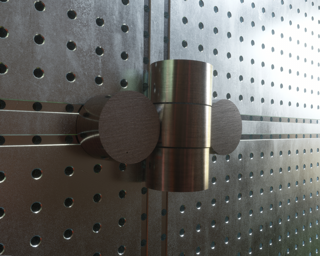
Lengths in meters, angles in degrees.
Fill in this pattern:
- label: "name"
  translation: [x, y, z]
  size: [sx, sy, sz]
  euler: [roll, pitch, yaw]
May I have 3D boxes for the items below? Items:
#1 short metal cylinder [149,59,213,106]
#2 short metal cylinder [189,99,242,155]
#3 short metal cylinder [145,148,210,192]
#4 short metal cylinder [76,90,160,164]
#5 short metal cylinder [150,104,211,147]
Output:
- label: "short metal cylinder"
  translation: [0.027, -0.053, 0.397]
  size: [0.081, 0.080, 0.050]
  euler: [3, 88, -40]
- label: "short metal cylinder"
  translation: [0.077, -0.001, 0.459]
  size: [0.081, 0.050, 0.079]
  euler: [0, 90, -40]
- label: "short metal cylinder"
  translation: [0.022, 0.049, 0.393]
  size: [0.081, 0.080, 0.050]
  euler: [2, 89, -40]
- label: "short metal cylinder"
  translation: [-0.047, -0.001, 0.354]
  size: [0.081, 0.050, 0.079]
  euler: [0, 90, -40]
- label: "short metal cylinder"
  translation: [0.025, -0.002, 0.395]
  size: [0.081, 0.080, 0.050]
  euler: [2, 89, -40]
